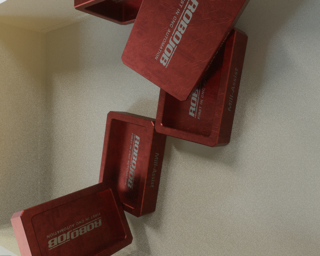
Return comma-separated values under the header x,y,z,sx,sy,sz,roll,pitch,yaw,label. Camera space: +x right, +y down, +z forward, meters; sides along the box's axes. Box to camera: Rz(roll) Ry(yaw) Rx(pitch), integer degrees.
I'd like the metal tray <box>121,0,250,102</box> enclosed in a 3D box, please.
x,y,z,sx,sy,sz,roll,pitch,yaw,label
0.022,-0.103,0.324,0.090,0.030,0.129,34,127,7,metal tray

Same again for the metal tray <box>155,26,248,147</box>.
x,y,z,sx,sy,sz,roll,pitch,yaw,label
0.045,-0.050,0.364,0.090,0.030,0.129,14,99,38,metal tray

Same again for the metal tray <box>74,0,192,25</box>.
x,y,z,sx,sy,sz,roll,pitch,yaw,label
-0.033,-0.167,0.389,0.130,0.091,0.030,1,91,39,metal tray

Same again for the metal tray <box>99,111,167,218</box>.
x,y,z,sx,sy,sz,roll,pitch,yaw,label
-0.041,0.047,0.435,0.090,0.030,0.129,14,99,38,metal tray

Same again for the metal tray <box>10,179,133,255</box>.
x,y,z,sx,sy,sz,roll,pitch,yaw,label
-0.102,0.126,0.382,0.030,0.131,0.090,-25,82,42,metal tray
